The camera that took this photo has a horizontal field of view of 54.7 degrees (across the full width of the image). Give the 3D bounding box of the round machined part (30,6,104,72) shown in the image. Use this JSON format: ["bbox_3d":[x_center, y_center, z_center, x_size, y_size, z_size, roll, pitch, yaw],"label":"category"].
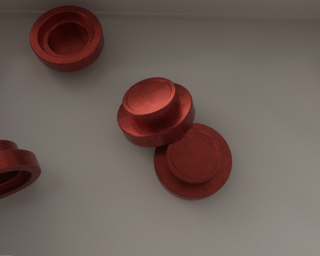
[{"bbox_3d":[-0.129,-0.122,0.444,0.099,0.042,0.098,0,70,-1],"label":"round machined part"}]

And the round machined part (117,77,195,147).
[{"bbox_3d":[-0.008,-0.027,0.389,0.098,0.042,0.098,-10,46,11],"label":"round machined part"}]

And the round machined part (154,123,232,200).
[{"bbox_3d":[0.041,0.039,0.387,0.099,0.042,0.098,0,70,-1],"label":"round machined part"}]

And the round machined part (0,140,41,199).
[{"bbox_3d":[-0.192,0.048,0.351,0.099,0.098,0.042,-25,72,-9],"label":"round machined part"}]
